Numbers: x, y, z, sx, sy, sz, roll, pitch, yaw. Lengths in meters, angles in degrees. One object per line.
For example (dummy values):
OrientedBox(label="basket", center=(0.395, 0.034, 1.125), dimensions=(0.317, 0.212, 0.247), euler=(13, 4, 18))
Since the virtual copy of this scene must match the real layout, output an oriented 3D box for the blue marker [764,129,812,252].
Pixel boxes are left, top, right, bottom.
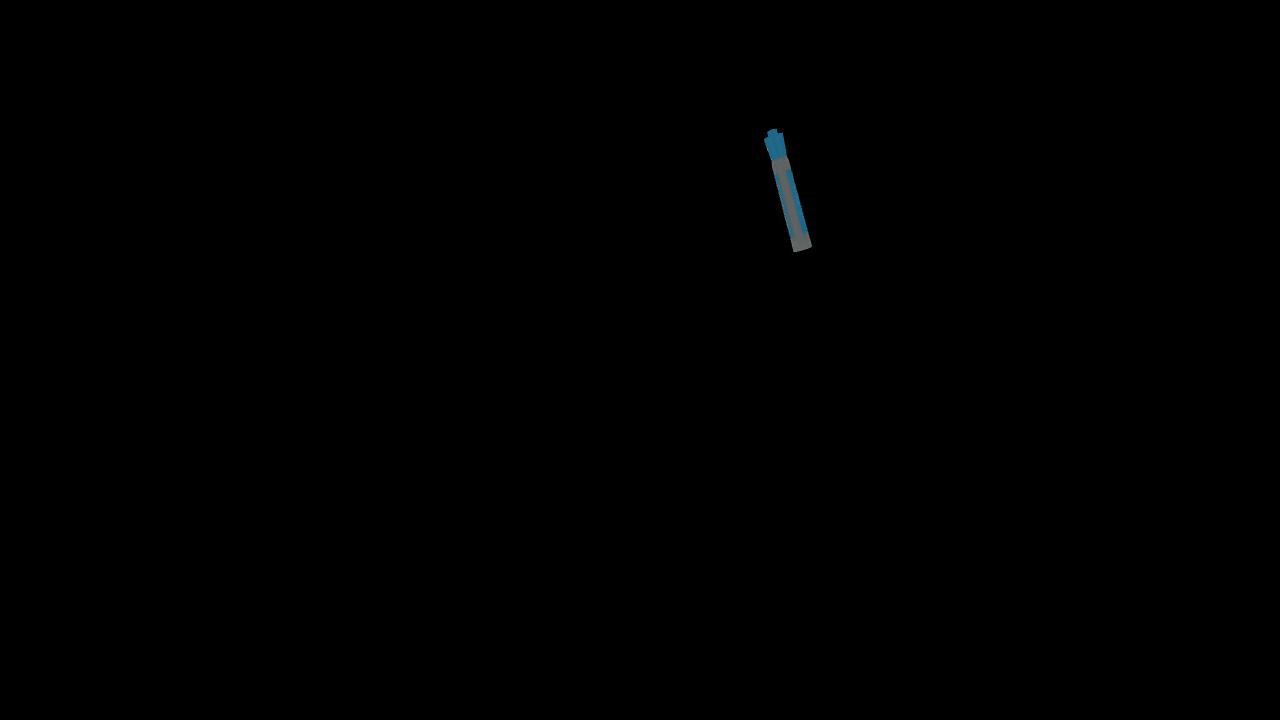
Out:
OrientedBox(label="blue marker", center=(0.147, -0.168, 0.611), dimensions=(0.020, 0.121, 0.020), euler=(-17, 10, 3))
